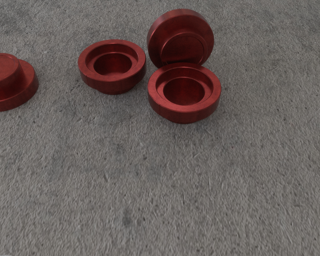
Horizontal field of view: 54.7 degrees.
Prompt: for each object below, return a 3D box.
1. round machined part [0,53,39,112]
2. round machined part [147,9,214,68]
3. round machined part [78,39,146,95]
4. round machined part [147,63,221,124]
[{"bbox_3d":[-0.234,-0.072,0.451,0.099,0.042,0.098,0,50,0],"label":"round machined part"},{"bbox_3d":[0.032,-0.118,0.453,0.099,0.097,0.042,-7,45,-6],"label":"round machined part"},{"bbox_3d":[-0.070,-0.087,0.465,0.099,0.042,0.098,0,50,0],"label":"round machined part"},{"bbox_3d":[0.033,-0.044,0.429,0.099,0.042,0.098,0,50,0],"label":"round machined part"}]
